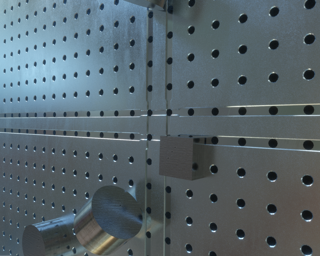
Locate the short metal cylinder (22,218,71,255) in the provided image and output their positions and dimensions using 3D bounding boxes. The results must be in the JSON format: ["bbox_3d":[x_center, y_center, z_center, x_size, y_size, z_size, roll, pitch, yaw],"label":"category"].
[{"bbox_3d":[-0.207,0.211,0.564,0.080,0.050,0.079,0,90,40],"label":"short metal cylinder"}]

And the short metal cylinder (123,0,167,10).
[{"bbox_3d":[-0.026,-0.188,0.395,0.080,0.081,0.050,27,107,36],"label":"short metal cylinder"}]

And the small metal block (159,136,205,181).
[{"bbox_3d":[0.027,0.036,0.387,0.050,0.025,0.050,3,92,40],"label":"small metal block"}]

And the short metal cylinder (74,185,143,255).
[{"bbox_3d":[-0.072,0.128,0.433,0.050,0.081,0.080,-47,62,30],"label":"short metal cylinder"}]
